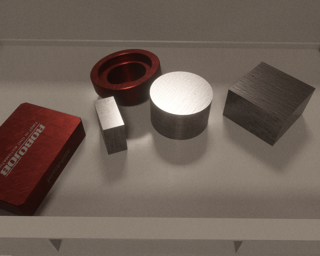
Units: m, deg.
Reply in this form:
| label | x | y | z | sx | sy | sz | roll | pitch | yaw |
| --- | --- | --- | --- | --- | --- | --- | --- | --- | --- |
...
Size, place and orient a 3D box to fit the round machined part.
| label | x | y | z | sx | sy | sz | roll | pitch | yaw |
| --- | --- | --- | --- | --- | --- | --- | --- | --- | --- |
| round machined part | -0.046 | -0.069 | 0.444 | 0.099 | 0.042 | 0.098 | -6 | 44 | 6 |

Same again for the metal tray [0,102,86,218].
| label | x | y | z | sx | sy | sz | roll | pitch | yaw |
| --- | --- | --- | --- | --- | --- | --- | --- | --- | --- |
| metal tray | -0.161 | 0.032 | 0.373 | 0.090 | 0.030 | 0.130 | 16 | 52 | 12 |

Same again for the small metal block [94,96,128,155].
| label | x | y | z | sx | sy | sz | roll | pitch | yaw |
| --- | --- | --- | --- | --- | --- | --- | --- | --- | --- |
| small metal block | -0.062 | -0.003 | 0.390 | 0.025 | 0.050 | 0.050 | -16 | 52 | -13 |

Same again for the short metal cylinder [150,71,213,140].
| label | x | y | z | sx | sy | sz | roll | pitch | yaw |
| --- | --- | --- | --- | --- | --- | --- | --- | --- | --- |
| short metal cylinder | 0.027 | -0.030 | 0.415 | 0.081 | 0.050 | 0.080 | 1 | 50 | 0 |

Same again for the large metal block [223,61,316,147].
| label | x | y | z | sx | sy | sz | roll | pitch | yaw |
| --- | --- | --- | --- | --- | --- | --- | --- | --- | --- |
| large metal block | 0.146 | -0.035 | 0.420 | 0.080 | 0.050 | 0.080 | 37 | 59 | 26 |
